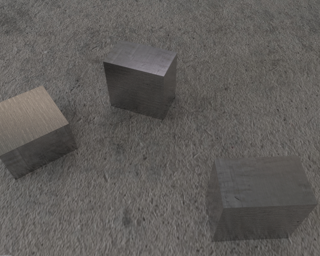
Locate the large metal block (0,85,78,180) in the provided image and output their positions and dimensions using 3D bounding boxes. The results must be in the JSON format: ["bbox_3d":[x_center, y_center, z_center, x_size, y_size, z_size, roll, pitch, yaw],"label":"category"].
[{"bbox_3d":[-0.161,0.003,0.383,0.081,0.050,0.080,-29,56,-22],"label":"large metal block"}]

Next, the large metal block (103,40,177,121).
[{"bbox_3d":[-0.024,-0.064,0.421,0.080,0.080,0.050,16,52,13],"label":"large metal block"}]

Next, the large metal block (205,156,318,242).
[{"bbox_3d":[0.092,0.072,0.307,0.081,0.080,0.050,-2,50,-2],"label":"large metal block"}]
